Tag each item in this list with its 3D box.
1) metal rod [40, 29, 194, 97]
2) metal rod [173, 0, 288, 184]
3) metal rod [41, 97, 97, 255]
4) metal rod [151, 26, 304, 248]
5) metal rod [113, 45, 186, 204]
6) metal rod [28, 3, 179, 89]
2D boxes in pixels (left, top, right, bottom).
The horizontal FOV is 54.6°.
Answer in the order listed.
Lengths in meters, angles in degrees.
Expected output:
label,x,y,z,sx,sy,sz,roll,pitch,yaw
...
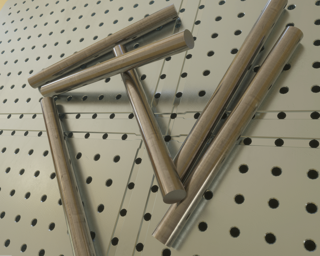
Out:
label,x,y,z,sx,sy,sz,roll,pitch,yaw
metal rod,-0.084,-0.088,0.472,0.300,0.025,0.025,-11,57,35
metal rod,0.088,-0.054,0.395,0.025,0.025,0.300,22,73,36
metal rod,-0.139,0.058,0.446,0.025,0.025,0.300,-34,51,6
metal rod,0.085,0.001,0.363,0.025,0.025,0.300,26,76,37
metal rod,-0.026,-0.030,0.422,0.025,0.025,0.300,-31,46,9
metal rod,-0.108,-0.141,0.552,0.300,0.025,0.025,-22,54,15
